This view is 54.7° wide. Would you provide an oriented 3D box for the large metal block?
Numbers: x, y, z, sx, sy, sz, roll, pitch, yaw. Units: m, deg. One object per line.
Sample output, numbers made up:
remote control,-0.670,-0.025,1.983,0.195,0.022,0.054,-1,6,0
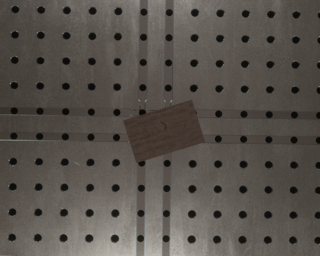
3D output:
large metal block,0.005,0.003,0.386,0.080,0.080,0.050,-17,90,0
